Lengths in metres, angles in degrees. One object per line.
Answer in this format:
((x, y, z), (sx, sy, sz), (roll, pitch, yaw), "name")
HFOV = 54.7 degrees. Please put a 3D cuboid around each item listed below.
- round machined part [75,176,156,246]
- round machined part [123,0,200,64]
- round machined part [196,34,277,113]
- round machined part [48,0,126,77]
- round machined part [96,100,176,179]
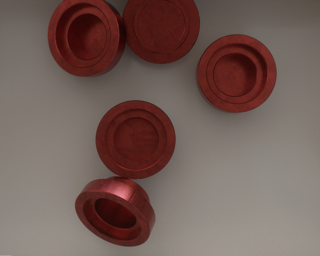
((-0.051, 0.099, 0.386), (0.098, 0.042, 0.097), (11, 127, 15), "round machined part")
((0.002, -0.130, 0.389), (0.099, 0.042, 0.097), (-1, 108, -2), "round machined part")
((0.096, -0.068, 0.404), (0.099, 0.042, 0.097), (0, 90, -1), "round machined part")
((-0.088, -0.114, 0.392), (0.098, 0.042, 0.097), (3, 98, 18), "round machined part")
((-0.030, 0.015, 0.401), (0.099, 0.042, 0.097), (0, 88, -2), "round machined part")
